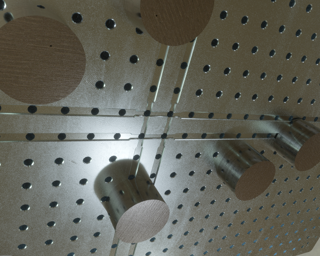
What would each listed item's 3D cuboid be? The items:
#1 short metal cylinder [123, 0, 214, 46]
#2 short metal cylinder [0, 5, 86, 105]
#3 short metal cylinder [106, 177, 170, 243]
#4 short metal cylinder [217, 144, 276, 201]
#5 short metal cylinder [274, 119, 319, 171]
[{"bbox_3d":[0.008,-0.131,0.318,0.081,0.050,0.079,-14,124,-21],"label":"short metal cylinder"},{"bbox_3d":[-0.116,-0.069,0.289,0.081,0.050,0.079,-14,124,-21],"label":"short metal cylinder"},{"bbox_3d":[-0.033,0.119,0.451,0.081,0.050,0.079,-14,124,-21],"label":"short metal cylinder"},{"bbox_3d":[0.144,0.074,0.520,0.081,0.050,0.079,-14,124,-21],"label":"short metal cylinder"},{"bbox_3d":[0.253,0.030,0.551,0.081,0.050,0.079,-14,124,-21],"label":"short metal cylinder"}]
